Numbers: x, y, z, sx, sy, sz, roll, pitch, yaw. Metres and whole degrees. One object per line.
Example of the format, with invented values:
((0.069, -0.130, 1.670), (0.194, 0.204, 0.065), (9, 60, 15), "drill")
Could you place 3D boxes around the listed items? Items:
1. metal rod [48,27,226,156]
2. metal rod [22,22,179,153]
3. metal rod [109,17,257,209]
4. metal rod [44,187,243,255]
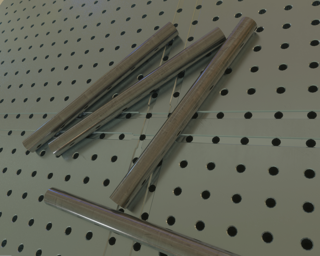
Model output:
((-0.036, -0.051, 0.456), (0.300, 0.025, 0.025), (-34, 52, 5), "metal rod")
((-0.095, -0.064, 0.495), (0.300, 0.025, 0.025), (-39, 51, 1), "metal rod")
((0.036, -0.027, 0.404), (0.025, 0.025, 0.300), (29, 77, 37), "metal rod")
((-0.023, 0.115, 0.348), (0.300, 0.025, 0.025), (10, 67, 31), "metal rod")
